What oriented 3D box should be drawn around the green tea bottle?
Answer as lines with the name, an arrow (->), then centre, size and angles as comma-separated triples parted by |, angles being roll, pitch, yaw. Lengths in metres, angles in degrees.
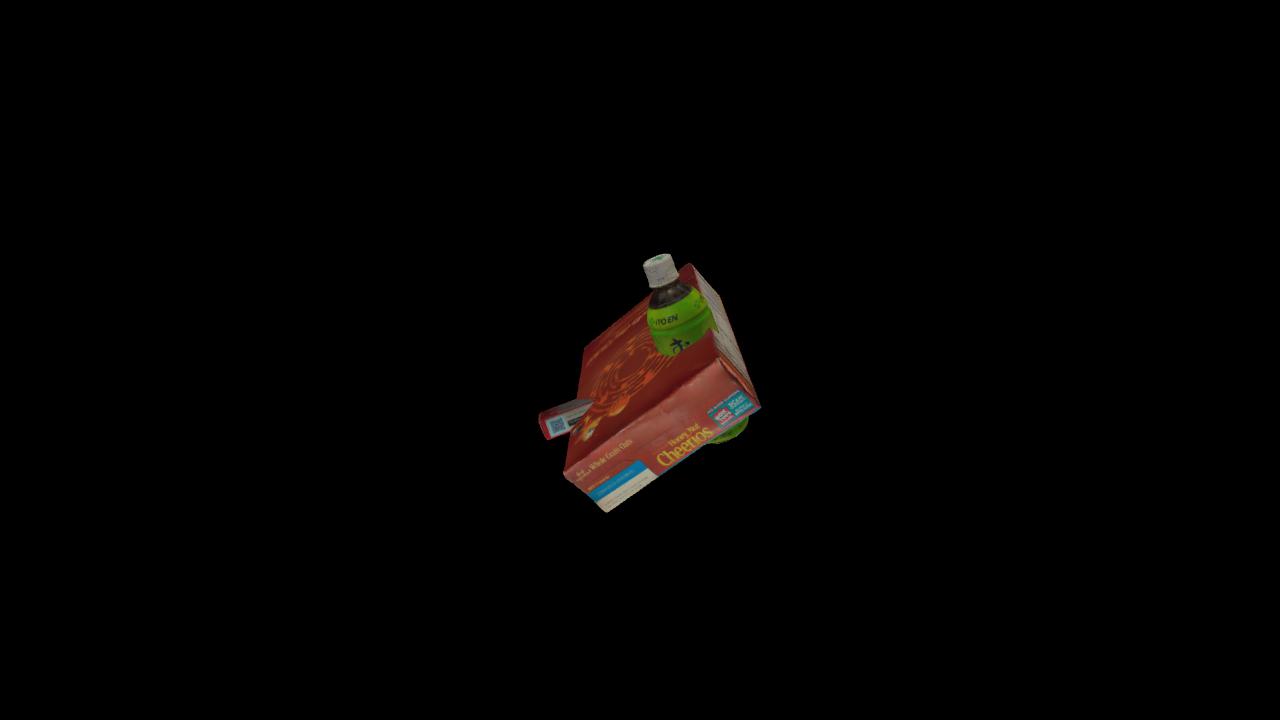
green tea bottle -> 0.054, -0.012, 0.660 | 0.073, 0.212, 0.073 | -22, 21, 9

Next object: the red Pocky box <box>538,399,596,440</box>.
red Pocky box -> -0.044, 0.052, 0.736 | 0.155, 0.028, 0.083 | -20, 6, -7

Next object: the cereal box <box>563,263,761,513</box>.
cereal box -> 0.017, 0.015, 0.734 | 0.203, 0.081, 0.306 | -38, 22, 16
